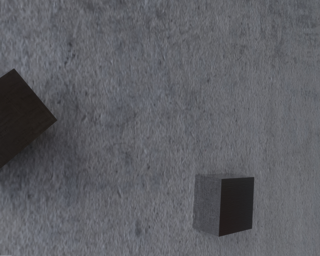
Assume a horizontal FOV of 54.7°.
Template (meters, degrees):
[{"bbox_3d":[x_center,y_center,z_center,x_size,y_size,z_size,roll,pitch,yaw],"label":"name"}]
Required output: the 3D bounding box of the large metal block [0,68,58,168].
[{"bbox_3d":[-0.144,0.001,0.249,0.080,0.080,0.050,-48,119,-29],"label":"large metal block"}]

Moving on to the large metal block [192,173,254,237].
[{"bbox_3d":[0.098,0.113,0.474,0.081,0.050,0.080,5,87,-40],"label":"large metal block"}]
